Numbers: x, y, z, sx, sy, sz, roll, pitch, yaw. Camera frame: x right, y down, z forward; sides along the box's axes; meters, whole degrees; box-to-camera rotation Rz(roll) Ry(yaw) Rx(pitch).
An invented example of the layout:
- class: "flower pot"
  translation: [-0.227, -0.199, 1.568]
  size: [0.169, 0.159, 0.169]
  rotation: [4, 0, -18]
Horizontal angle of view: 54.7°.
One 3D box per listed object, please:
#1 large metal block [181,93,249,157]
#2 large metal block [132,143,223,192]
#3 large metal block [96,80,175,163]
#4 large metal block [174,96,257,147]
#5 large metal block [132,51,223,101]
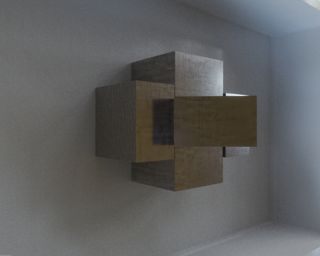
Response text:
- class: "large metal block"
  translation: [0.074, -0.004, 0.429]
  size: [0.050, 0.080, 0.080]
  rotation: [0, 90, -41]
- class: "large metal block"
  translation: [0.021, 0.043, 0.387]
  size: [0.081, 0.080, 0.050]
  rotation: [0, 91, -40]
- class: "large metal block"
  translation: [-0.030, -0.007, 0.345]
  size: [0.050, 0.080, 0.080]
  rotation: [0, 90, -40]
- class: "large metal block"
  translation: [0.058, -0.007, 0.344]
  size: [0.080, 0.080, 0.050]
  rotation: [-4, 94, -85]
- class: "large metal block"
  translation: [0.021, -0.058, 0.387]
  size: [0.081, 0.080, 0.050]
  rotation: [0, 91, -40]
